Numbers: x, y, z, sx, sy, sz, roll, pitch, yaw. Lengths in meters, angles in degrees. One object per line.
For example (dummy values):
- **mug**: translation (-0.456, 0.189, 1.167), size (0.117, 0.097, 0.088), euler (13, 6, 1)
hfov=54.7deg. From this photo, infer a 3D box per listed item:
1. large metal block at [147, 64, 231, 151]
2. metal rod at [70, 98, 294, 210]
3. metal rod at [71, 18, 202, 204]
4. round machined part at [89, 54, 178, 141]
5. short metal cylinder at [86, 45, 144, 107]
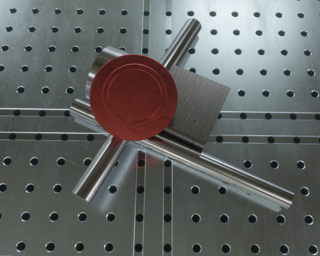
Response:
- **large metal block**: translation (0.035, -0.024, 0.404), size (0.080, 0.050, 0.080), euler (24, 72, 8)
- **metal rod**: translation (0.022, 0.030, 0.400), size (0.301, 0.025, 0.025), euler (23, 72, 8)
- **metal rod**: translation (-0.018, -0.039, 0.405), size (0.025, 0.025, 0.300), euler (27, 64, 9)
- **round machined part**: translation (-0.029, -0.034, 0.345), size (0.099, 0.042, 0.097), euler (0, 90, -7)
- **short metal cylinder**: translation (-0.053, -0.060, 0.403), size (0.050, 0.080, 0.080), euler (24, 72, 8)
